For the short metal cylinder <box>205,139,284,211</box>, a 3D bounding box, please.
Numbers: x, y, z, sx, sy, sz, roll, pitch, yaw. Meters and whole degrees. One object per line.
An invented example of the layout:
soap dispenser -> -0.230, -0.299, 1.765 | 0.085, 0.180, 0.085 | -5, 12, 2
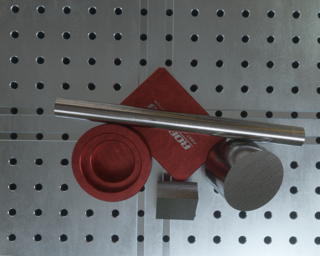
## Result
short metal cylinder -> 0.104, 0.056, 0.387 | 0.081, 0.050, 0.079 | -6, 110, -16

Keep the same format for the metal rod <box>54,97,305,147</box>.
metal rod -> 0.024, -0.007, 0.382 | 0.302, 0.025, 0.025 | 7, 90, -1

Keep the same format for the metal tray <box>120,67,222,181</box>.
metal tray -> 0.014, -0.004, 0.412 | 0.090, 0.030, 0.130 | -43, 91, 0

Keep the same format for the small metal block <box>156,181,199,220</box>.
small metal block -> 0.021, 0.094, 0.400 | 0.050, 0.025, 0.050 | 3, 133, -1

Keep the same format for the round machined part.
round machined part -> -0.059, 0.041, 0.399 | 0.099, 0.042, 0.097 | 0, 96, 4
